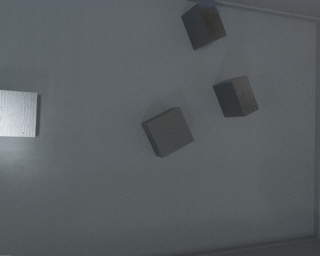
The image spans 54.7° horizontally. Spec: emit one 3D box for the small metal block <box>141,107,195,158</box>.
[{"bbox_3d":[0.010,0.005,0.414,0.050,0.025,0.050,-28,99,-18],"label":"small metal block"}]

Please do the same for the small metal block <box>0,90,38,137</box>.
[{"bbox_3d":[-0.166,-0.016,0.349,0.050,0.025,0.050,3,89,-20],"label":"small metal block"}]

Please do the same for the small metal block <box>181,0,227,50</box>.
[{"bbox_3d":[0.058,-0.138,0.418,0.025,0.050,0.050,-25,99,-18],"label":"small metal block"}]

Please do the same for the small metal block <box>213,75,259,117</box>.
[{"bbox_3d":[0.106,-0.043,0.436,0.025,0.050,0.050,-26,99,-18],"label":"small metal block"}]
